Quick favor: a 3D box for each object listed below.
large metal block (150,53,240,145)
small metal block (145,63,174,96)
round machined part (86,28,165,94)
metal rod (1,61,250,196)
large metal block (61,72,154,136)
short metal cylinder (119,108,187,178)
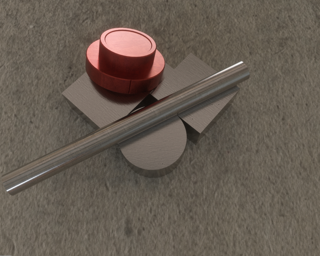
[{"bbox_3d":[0.044,-0.038,0.411,0.080,0.050,0.080,40,74,13],"label":"large metal block"},{"bbox_3d":[-0.010,-0.070,0.434,0.050,0.025,0.050,41,75,13],"label":"small metal block"},{"bbox_3d":[-0.041,-0.089,0.385,0.099,0.042,0.098,8,43,-8],"label":"round machined part"},{"bbox_3d":[-0.030,-0.005,0.357,0.302,0.025,0.025,-27,73,-10],"label":"metal rod"},{"bbox_3d":[-0.065,-0.037,0.408,0.080,0.050,0.080,40,75,13],"label":"large metal block"},{"bbox_3d":[-0.009,0.018,0.389,0.081,0.050,0.080,0,70,0],"label":"short metal cylinder"}]
